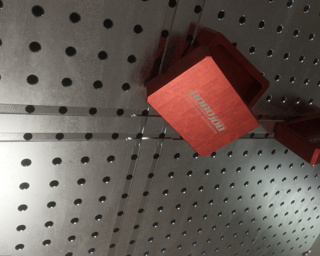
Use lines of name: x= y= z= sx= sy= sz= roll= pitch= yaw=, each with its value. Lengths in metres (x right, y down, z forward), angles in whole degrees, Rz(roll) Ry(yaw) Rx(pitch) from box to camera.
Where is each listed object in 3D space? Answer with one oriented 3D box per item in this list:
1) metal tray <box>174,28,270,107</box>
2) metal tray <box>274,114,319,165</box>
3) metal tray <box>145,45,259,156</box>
metal tray: x=0.081 y=-0.059 z=0.417 sx=0.131 sy=0.030 sz=0.090 roll=29 pitch=102 yaw=-38
metal tray: x=0.276 y=0.014 z=0.532 sx=0.131 sy=0.090 sz=0.030 roll=-10 pitch=123 yaw=-24
metal tray: x=0.055 y=-0.028 z=0.391 sx=0.090 sy=0.030 sz=0.130 roll=-33 pitch=125 yaw=19
